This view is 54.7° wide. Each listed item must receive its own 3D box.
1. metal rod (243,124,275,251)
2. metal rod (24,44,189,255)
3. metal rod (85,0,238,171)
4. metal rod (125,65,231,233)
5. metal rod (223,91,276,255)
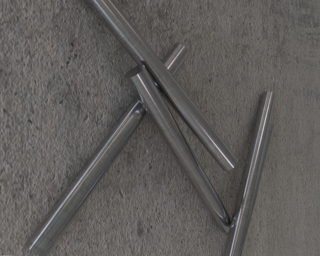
[{"bbox_3d":[0.148,0.130,0.528,0.025,0.025,0.299,32,70,-36],"label":"metal rod"},{"bbox_3d":[-0.046,0.007,0.365,0.025,0.025,0.301,49,61,-29],"label":"metal rod"},{"bbox_3d":[0.002,-0.060,0.374,0.300,0.025,0.025,50,60,-17],"label":"metal rod"},{"bbox_3d":[0.039,0.047,0.417,0.025,0.025,0.299,-50,126,-28],"label":"metal rod"},{"bbox_3d":[0.152,0.066,0.511,0.025,0.025,0.300,39,60,-33],"label":"metal rod"}]
